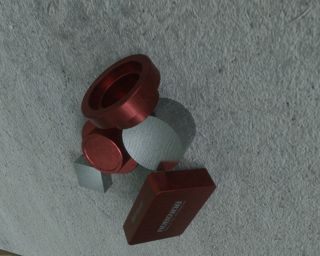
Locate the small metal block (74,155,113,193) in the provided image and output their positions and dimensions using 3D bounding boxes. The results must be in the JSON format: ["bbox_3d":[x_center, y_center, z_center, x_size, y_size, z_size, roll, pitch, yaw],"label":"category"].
[{"bbox_3d":[-0.109,0.075,0.508,0.050,0.025,0.050,11,123,22],"label":"small metal block"}]

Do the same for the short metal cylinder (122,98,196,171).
[{"bbox_3d":[0.000,0.008,0.394,0.080,0.050,0.079,13,124,20],"label":"short metal cylinder"}]

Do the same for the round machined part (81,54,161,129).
[{"bbox_3d":[-0.040,-0.037,0.362,0.098,0.098,0.042,-13,135,33],"label":"round machined part"}]

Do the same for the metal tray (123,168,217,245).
[{"bbox_3d":[0.010,0.110,0.429,0.030,0.091,0.129,64,142,39],"label":"metal tray"}]

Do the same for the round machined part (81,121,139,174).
[{"bbox_3d":[-0.073,0.028,0.450,0.098,0.042,0.097,13,124,20],"label":"round machined part"}]
